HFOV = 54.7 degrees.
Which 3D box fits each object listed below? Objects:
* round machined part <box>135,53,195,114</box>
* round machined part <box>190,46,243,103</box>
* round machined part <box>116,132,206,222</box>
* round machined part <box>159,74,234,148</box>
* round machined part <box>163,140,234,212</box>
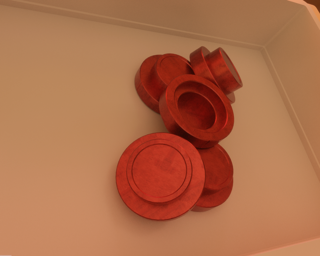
[{"bbox_3d":[0.017,-0.068,0.444,0.099,0.042,0.098,14,56,-21],"label":"round machined part"},{"bbox_3d":[0.089,-0.081,0.465,0.098,0.042,0.098,44,29,-32],"label":"round machined part"},{"bbox_3d":[0.000,0.050,0.337,0.099,0.042,0.098,-1,69,3],"label":"round machined part"},{"bbox_3d":[0.043,-0.018,0.400,0.099,0.042,0.098,14,56,-21],"label":"round machined part"},{"bbox_3d":[0.053,0.052,0.391,0.099,0.042,0.098,14,56,-21],"label":"round machined part"}]
